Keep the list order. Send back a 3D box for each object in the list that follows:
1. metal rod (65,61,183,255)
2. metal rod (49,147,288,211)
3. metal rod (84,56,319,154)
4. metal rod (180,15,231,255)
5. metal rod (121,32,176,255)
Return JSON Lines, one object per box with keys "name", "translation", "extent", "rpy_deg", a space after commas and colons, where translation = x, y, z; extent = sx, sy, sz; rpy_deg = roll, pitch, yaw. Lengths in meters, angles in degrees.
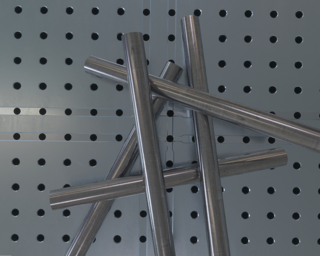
{"name": "metal rod", "translation": [-0.050, 0.050, 0.413], "extent": [0.025, 0.025, 0.299], "rpy_deg": [28, 90, 0]}
{"name": "metal rod", "translation": [0.016, 0.063, 0.396], "extent": [0.302, 0.025, 0.025], "rpy_deg": [-10, 90, -7]}
{"name": "metal rod", "translation": [0.041, -0.034, 0.368], "extent": [0.301, 0.025, 0.025], "rpy_deg": [21, 90, 18]}
{"name": "metal rod", "translation": [0.054, 0.002, 0.386], "extent": [0.025, 0.025, 0.299], "rpy_deg": [-6, 79, 0]}
{"name": "metal rod", "translation": [-0.011, 0.039, 0.366], "extent": [0.025, 0.025, 0.298], "rpy_deg": [-9, 92, 0]}
